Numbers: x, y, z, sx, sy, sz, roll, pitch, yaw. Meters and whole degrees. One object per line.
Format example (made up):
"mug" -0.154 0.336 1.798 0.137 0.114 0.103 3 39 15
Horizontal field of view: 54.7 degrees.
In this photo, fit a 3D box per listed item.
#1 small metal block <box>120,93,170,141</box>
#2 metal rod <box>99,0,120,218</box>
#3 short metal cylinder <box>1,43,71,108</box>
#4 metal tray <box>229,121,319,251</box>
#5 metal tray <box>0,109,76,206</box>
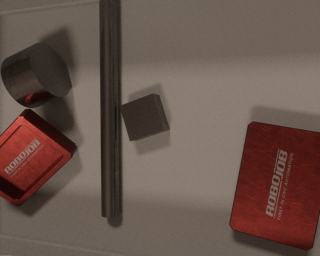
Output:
"small metal block" -0.020 -0.014 0.417 0.050 0.025 0.050 -19 84 18
"metal rod" -0.071 -0.027 0.434 0.025 0.025 0.298 -1 90 19
"short metal cylinder" -0.174 -0.074 0.441 0.050 0.080 0.080 -19 84 19
"metal tray" 0.138 0.063 0.359 0.090 0.030 0.129 11 94 19
"metal tray" -0.200 0.046 0.452 0.130 0.030 0.090 -42 111 15
